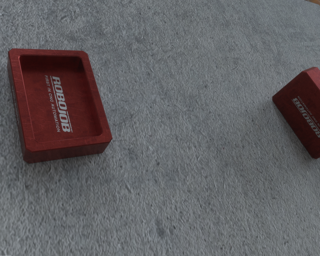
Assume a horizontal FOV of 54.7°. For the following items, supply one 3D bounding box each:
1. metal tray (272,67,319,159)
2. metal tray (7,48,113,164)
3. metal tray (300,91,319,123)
[{"bbox_3d":[0.255,-0.023,0.510,0.030,0.090,0.130,-22,74,-25],"label":"metal tray"},{"bbox_3d":[-0.116,-0.030,0.355,0.091,0.030,0.130,-6,65,-31],"label":"metal tray"},{"bbox_3d":[0.336,-0.048,0.569,0.131,0.089,0.030,-1,53,-29],"label":"metal tray"}]
